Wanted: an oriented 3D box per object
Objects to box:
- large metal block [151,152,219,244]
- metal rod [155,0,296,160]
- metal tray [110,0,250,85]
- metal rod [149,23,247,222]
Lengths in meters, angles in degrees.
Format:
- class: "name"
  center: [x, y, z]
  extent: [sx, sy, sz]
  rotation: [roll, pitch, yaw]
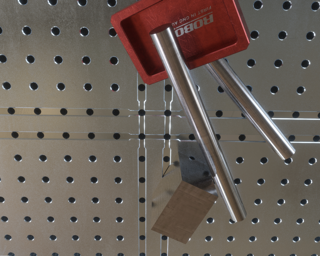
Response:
- class: "large metal block"
  center: [0.029, 0.092, 0.418]
  extent: [0.050, 0.080, 0.080]
  rotation: [26, 108, -10]
- class: "metal rod"
  center: [0.077, -0.071, 0.388]
  extent: [0.025, 0.025, 0.300]
  rotation: [-39, 106, 13]
- class: "metal tray"
  center: [0.022, -0.110, 0.343]
  extent: [0.130, 0.030, 0.090]
  rotation: [-16, 117, 27]
- class: "metal rod"
  center: [0.059, 0.015, 0.389]
  extent: [0.025, 0.025, 0.299]
  rotation: [-22, 120, 8]
